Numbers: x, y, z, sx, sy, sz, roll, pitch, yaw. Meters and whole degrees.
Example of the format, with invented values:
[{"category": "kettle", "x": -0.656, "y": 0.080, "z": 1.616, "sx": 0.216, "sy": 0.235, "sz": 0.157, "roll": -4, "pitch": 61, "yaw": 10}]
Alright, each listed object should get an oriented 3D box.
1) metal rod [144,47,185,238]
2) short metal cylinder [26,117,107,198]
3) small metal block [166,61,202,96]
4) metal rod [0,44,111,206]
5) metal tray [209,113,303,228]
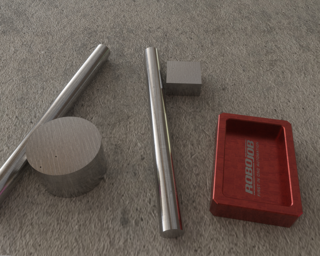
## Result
[{"category": "metal rod", "x": -0.001, "y": -0.007, "z": 0.409, "sx": 0.025, "sy": 0.025, "sz": 0.300, "roll": -4, "pitch": 50, "yaw": -4}, {"category": "short metal cylinder", "x": -0.105, "y": 0.033, "z": 0.358, "sx": 0.081, "sy": 0.050, "sz": 0.080, "roll": 0, "pitch": 50, "yaw": 0}, {"category": "small metal block", "x": 0.035, "y": -0.075, "z": 0.467, "sx": 0.050, "sy": 0.025, "sz": 0.050, "roll": 2, "pitch": 50, "yaw": 1}, {"category": "metal rod", "x": -0.141, "y": -0.018, "z": 0.416, "sx": 0.025, "sy": 0.025, "sz": 0.301, "roll": 15, "pitch": 51, "yaw": 12}, {"category": "metal tray", "x": 0.110, "y": 0.043, "z": 0.364, "sx": 0.090, "sy": 0.030, "sz": 0.130, "roll": 8, "pitch": 50, "yaw": 6}]
